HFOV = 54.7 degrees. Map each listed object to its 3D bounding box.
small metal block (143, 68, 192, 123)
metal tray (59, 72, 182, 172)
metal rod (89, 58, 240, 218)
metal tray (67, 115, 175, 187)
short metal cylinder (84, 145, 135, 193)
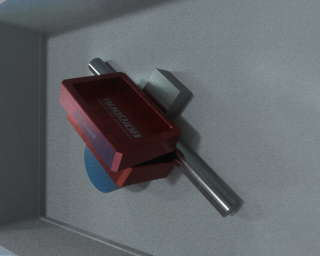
[{"bbox_3d":[0.005,-0.041,0.399,0.050,0.025,0.050,48,118,29],"label":"small metal block"},{"bbox_3d":[-0.049,-0.015,0.368,0.130,0.091,0.030,47,135,29],"label":"metal tray"},{"bbox_3d":[-0.011,-0.005,0.414,0.300,0.025,0.025,46,118,29],"label":"metal rod"},{"bbox_3d":[-0.050,0.013,0.401,0.130,0.091,0.030,47,118,29],"label":"metal tray"},{"bbox_3d":[-0.061,0.044,0.430,0.080,0.050,0.079,10,104,44],"label":"short metal cylinder"}]
